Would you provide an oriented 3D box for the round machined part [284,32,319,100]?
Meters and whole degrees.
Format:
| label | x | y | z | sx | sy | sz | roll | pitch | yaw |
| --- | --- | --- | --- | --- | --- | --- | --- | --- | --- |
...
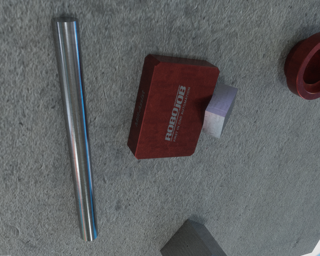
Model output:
| label | x | y | z | sx | sy | sz | roll | pitch | yaw |
| --- | --- | --- | --- | --- | --- | --- | --- | --- | --- |
| round machined part | 0.226 | -0.095 | 0.461 | 0.099 | 0.042 | 0.097 | -14 | 124 | -21 |

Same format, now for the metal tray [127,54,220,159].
| label | x | y | z | sx | sy | sz | roll | pitch | yaw |
| --- | --- | --- | --- | --- | --- | --- | --- | --- | --- |
| metal tray | 0.015 | -0.024 | 0.398 | 0.091 | 0.030 | 0.129 | -1 | 119 | -28 |

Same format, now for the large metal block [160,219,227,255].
| label | x | y | z | sx | sy | sz | roll | pitch | yaw |
| --- | --- | --- | --- | --- | --- | --- | --- | --- | --- |
| large metal block | 0.058 | 0.221 | 0.540 | 0.050 | 0.080 | 0.080 | 32 | 101 | -38 |

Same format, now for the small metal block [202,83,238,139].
| label | x | y | z | sx | sy | sz | roll | pitch | yaw |
| --- | --- | --- | --- | --- | --- | --- | --- | --- | --- |
| small metal block | 0.079 | -0.023 | 0.411 | 0.050 | 0.025 | 0.050 | -60 | 162 | -28 |

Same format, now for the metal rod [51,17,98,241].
| label | x | y | z | sx | sy | sz | roll | pitch | yaw |
| --- | --- | --- | --- | --- | --- | --- | --- | --- | --- |
| metal rod | -0.096 | 0.025 | 0.369 | 0.025 | 0.025 | 0.298 | -12 | 124 | -22 |
